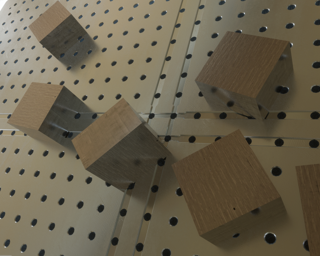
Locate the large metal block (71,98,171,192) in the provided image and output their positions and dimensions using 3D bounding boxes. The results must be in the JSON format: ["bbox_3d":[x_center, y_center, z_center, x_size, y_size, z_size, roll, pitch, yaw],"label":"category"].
[{"bbox_3d":[-0.046,0.023,0.384,0.080,0.080,0.050,-40,51,1],"label":"large metal block"}]

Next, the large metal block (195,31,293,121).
[{"bbox_3d":[0.103,-0.065,0.379,0.080,0.050,0.080,24,75,36],"label":"large metal block"}]

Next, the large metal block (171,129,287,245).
[{"bbox_3d":[0.069,0.061,0.319,0.080,0.050,0.080,-29,52,9],"label":"large metal block"}]

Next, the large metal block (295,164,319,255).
[{"bbox_3d":[0.165,0.074,0.260,0.080,0.050,0.080,-10,57,23],"label":"large metal block"}]

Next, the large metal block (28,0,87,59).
[{"bbox_3d":[-0.206,-0.198,0.624,0.080,0.050,0.080,-42,51,-1],"label":"large metal block"}]

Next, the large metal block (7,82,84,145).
[{"bbox_3d":[-0.187,-0.025,0.508,0.080,0.050,0.080,10,67,32],"label":"large metal block"}]
